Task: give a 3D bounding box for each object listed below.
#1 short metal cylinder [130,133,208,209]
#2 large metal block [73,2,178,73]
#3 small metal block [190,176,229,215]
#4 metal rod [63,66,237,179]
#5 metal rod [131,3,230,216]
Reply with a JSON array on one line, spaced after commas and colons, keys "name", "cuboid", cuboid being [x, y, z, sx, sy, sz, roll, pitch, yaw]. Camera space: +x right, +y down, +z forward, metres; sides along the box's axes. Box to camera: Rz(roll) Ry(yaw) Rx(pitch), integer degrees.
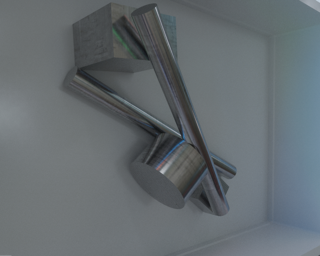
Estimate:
[{"name": "short metal cylinder", "cuboid": [0.010, 0.053, 0.379, 0.050, 0.080, 0.080, -48, 119, -30]}, {"name": "large metal block", "cuboid": [-0.039, -0.093, 0.339, 0.081, 0.080, 0.050, -5, 94, -40]}, {"name": "small metal block", "cuboid": [0.073, 0.096, 0.469, 0.050, 0.025, 0.050, 46, 63, -31]}, {"name": "metal rod", "cuboid": [0.010, 0.008, 0.415, 0.301, 0.025, 0.025, 31, 71, -36]}, {"name": "metal rod", "cuboid": [0.037, 0.006, 0.362, 0.025, 0.025, 0.299, -48, 131, -29]}]
